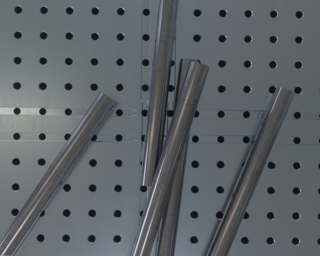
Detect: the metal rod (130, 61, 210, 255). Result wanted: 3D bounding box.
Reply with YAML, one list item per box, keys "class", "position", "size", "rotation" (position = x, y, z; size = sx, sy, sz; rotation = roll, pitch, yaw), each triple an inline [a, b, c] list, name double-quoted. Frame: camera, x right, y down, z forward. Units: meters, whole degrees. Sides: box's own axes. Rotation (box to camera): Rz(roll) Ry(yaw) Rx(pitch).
- class: "metal rod"
  position: [0.005, 0.065, 0.391]
  size: [0.025, 0.025, 0.298]
  rotation: [17, 96, 0]

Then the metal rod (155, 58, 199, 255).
- class: "metal rod"
  position: [0.020, 0.058, 0.413]
  size: [0.025, 0.025, 0.298]
  rotation: [7, 90, 0]

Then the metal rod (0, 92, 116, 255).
- class: "metal rod"
  position: [-0.152, 0.082, 0.412]
  size: [0.025, 0.025, 0.299]
  rotation: [34, 90, 0]

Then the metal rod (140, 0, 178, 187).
- class: "metal rod"
  position: [0.002, -0.073, 0.413]
  size: [0.025, 0.025, 0.298]
  rotation: [6, 90, 0]

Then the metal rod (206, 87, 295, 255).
- class: "metal rod"
  position: [0.110, 0.088, 0.414]
  size: [0.025, 0.025, 0.299]
  rotation: [23, 90, 0]
